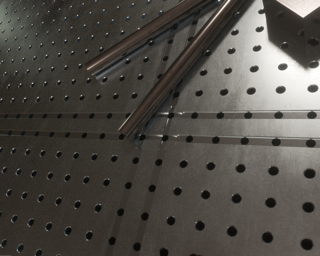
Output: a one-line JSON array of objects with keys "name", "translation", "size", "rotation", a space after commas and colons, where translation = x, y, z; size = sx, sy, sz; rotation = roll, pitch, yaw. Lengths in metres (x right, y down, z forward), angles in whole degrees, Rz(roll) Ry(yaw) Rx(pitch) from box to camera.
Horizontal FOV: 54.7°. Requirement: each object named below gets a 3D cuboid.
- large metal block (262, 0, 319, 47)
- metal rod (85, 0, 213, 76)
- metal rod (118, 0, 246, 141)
[{"name": "large metal block", "translation": [0.190, -0.163, 0.393], "size": [0.080, 0.050, 0.080], "rotation": [-35, 52, 5]}, {"name": "metal rod", "translation": [0.008, -0.175, 0.509], "size": [0.300, 0.025, 0.025], "rotation": [-30, 52, 8]}, {"name": "metal rod", "translation": [0.044, -0.105, 0.448], "size": [0.025, 0.025, 0.300], "rotation": [32, 79, 37]}]
